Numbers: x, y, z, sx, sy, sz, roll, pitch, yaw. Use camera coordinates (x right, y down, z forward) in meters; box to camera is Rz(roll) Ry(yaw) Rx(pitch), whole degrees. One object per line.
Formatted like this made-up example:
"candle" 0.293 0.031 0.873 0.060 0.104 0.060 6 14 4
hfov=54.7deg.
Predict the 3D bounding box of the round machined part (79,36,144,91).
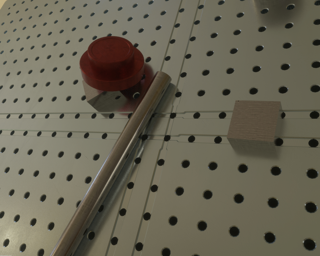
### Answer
"round machined part" -0.073 -0.104 0.475 0.099 0.042 0.098 1 50 -1

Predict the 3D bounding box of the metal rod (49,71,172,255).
"metal rod" -0.063 0.051 0.409 0.025 0.025 0.300 17 70 35

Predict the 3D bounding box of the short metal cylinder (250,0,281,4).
"short metal cylinder" 0.160 -0.229 0.449 0.080 0.050 0.080 -13 56 21

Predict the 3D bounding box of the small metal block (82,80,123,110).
"small metal block" -0.093 -0.065 0.497 0.050 0.025 0.050 -29 52 9

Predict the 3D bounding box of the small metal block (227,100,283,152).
"small metal block" 0.109 -0.003 0.353 0.050 0.025 0.050 5 64 30
